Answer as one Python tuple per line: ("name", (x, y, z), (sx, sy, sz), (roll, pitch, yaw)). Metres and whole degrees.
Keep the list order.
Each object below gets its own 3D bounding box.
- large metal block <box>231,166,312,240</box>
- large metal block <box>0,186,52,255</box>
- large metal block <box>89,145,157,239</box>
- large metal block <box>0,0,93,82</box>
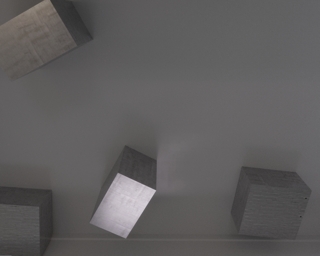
("large metal block", (0.153, 0.105, 0.438), (0.081, 0.050, 0.079), (7, 110, -3))
("large metal block", (-0.203, 0.133, 0.441), (0.081, 0.050, 0.079), (5, 104, -2))
("large metal block", (-0.046, 0.082, 0.412), (0.050, 0.080, 0.080), (27, 108, -10))
("large metal block", (-0.130, -0.099, 0.344), (0.080, 0.080, 0.050), (-26, 108, 9))
